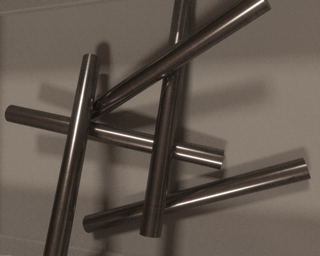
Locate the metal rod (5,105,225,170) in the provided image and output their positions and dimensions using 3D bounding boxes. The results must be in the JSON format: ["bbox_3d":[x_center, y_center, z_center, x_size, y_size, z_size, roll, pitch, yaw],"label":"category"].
[{"bbox_3d":[-0.067,0.009,0.412,0.301,0.025,0.025,12,94,11],"label":"metal rod"}]

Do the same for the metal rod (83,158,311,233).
[{"bbox_3d":[0.032,0.092,0.398,0.300,0.025,0.025,-19,84,18],"label":"metal rod"}]

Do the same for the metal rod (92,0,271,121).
[{"bbox_3d":[-0.013,-0.064,0.374,0.299,0.025,0.025,-28,81,32],"label":"metal rod"}]

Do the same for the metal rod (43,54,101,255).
[{"bbox_3d":[-0.106,0.044,0.375,0.025,0.025,0.299,-3,68,19],"label":"metal rod"}]

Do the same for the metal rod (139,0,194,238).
[{"bbox_3d":[0.011,-0.023,0.378,0.025,0.025,0.298,6,81,19],"label":"metal rod"}]
